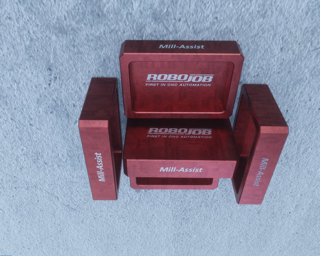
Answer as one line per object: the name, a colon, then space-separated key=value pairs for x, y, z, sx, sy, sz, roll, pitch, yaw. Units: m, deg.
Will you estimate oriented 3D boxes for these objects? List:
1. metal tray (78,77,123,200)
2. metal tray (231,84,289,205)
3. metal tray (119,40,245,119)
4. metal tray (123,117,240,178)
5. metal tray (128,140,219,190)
metal tray: x=-0.067 y=0.015 z=0.378 sx=0.030 sy=0.090 sz=0.129 roll=1 pitch=131 yaw=-1
metal tray: x=0.114 y=0.022 z=0.385 sx=0.030 sy=0.090 sz=0.129 roll=1 pitch=130 yaw=-1
metal tray: x=0.023 y=-0.054 z=0.360 sx=0.131 sy=0.030 sz=0.089 roll=0 pitch=133 yaw=-1
metal tray: x=0.024 y=0.017 z=0.383 sx=0.131 sy=0.090 sz=0.030 roll=1 pitch=131 yaw=-1
metal tray: x=0.021 y=0.049 z=0.449 sx=0.131 sy=0.030 sz=0.089 roll=0 pitch=129 yaw=-1
